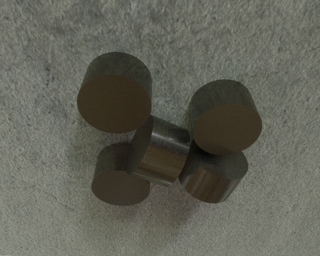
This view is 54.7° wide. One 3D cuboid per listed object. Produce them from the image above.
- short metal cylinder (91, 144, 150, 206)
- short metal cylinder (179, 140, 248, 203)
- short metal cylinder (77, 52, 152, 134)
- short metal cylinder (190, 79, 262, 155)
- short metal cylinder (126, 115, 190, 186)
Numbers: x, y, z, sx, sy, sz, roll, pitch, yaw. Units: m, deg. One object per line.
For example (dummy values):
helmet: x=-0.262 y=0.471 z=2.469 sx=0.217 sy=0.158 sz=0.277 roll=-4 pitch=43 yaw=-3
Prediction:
short metal cylinder: x=-0.054 y=0.068 z=0.447 sx=0.081 sy=0.050 sz=0.079 roll=0 pitch=132 yaw=0
short metal cylinder: x=0.070 y=0.054 z=0.418 sx=0.081 sy=0.080 sz=0.050 roll=13 pitch=129 yaw=-11
short metal cylinder: x=-0.050 y=-0.040 z=0.356 sx=0.081 sy=0.050 sz=0.079 roll=0 pitch=130 yaw=0
short metal cylinder: x=0.079 y=-0.013 z=0.381 sx=0.081 sy=0.050 sz=0.079 roll=0 pitch=130 yaw=0
short metal cylinder: x=-0.004 y=0.029 z=0.396 sx=0.050 sy=0.080 sz=0.080 roll=22 pitch=127 yaw=-18
